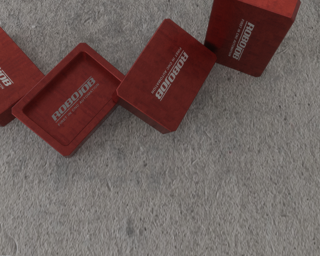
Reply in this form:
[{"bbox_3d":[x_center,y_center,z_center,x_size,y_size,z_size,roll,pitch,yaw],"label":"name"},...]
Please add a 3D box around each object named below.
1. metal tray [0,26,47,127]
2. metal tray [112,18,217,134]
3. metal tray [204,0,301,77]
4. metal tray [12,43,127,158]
[{"bbox_3d":[-0.226,-0.077,0.432,0.090,0.030,0.130,-41,75,-14],"label":"metal tray"},{"bbox_3d":[0.009,-0.068,0.413,0.090,0.030,0.130,35,72,-12],"label":"metal tray"},{"bbox_3d":[0.108,-0.123,0.398,0.090,0.130,0.030,22,72,8],"label":"metal tray"},{"bbox_3d":[-0.111,-0.037,0.407,0.090,0.030,0.130,40,74,-1],"label":"metal tray"}]
